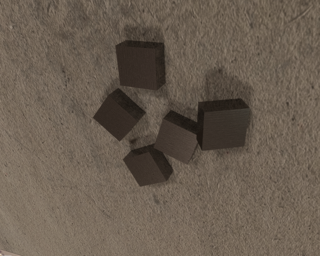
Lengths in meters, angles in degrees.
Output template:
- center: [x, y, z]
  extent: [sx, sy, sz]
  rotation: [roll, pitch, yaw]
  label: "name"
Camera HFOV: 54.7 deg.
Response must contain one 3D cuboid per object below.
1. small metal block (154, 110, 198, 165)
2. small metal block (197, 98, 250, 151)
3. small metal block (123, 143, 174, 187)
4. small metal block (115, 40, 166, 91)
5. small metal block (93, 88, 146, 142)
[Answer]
- center: [0.025, 0.012, 0.400]
  extent: [0.050, 0.025, 0.050]
  rotation: [26, 128, 11]
  label: "small metal block"
- center: [0.070, -0.004, 0.352]
  extent: [0.050, 0.025, 0.050]
  rotation: [-6, 121, -7]
  label: "small metal block"
- center: [-0.017, 0.054, 0.448]
  extent: [0.050, 0.025, 0.050]
  rotation: [-19, 109, 35]
  label: "small metal block"
- center: [-0.022, -0.076, 0.371]
  extent: [0.050, 0.025, 0.050]
  rotation: [10, 123, 22]
  label: "small metal block"
- center: [-0.056, -0.018, 0.424]
  extent: [0.050, 0.025, 0.050]
  rotation: [42, 129, -2]
  label: "small metal block"
